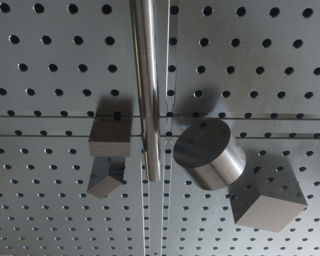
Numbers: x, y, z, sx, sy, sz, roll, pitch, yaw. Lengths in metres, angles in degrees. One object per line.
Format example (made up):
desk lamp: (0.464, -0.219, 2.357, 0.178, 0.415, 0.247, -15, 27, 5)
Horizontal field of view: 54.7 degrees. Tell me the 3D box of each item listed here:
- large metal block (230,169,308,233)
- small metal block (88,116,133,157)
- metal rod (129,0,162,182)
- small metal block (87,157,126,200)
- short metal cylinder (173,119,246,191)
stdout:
large metal block: (0.171, 0.119, 0.498, 0.081, 0.050, 0.079, 14, 129, -12)
small metal block: (-0.062, 0.011, 0.403, 0.050, 0.050, 0.025, 2, 130, -2)
metal rod: (-0.014, -0.041, 0.376, 0.025, 0.025, 0.298, -2, 130, 1)
small metal block: (-0.078, 0.068, 0.452, 0.025, 0.050, 0.050, 36, 121, -26)
short metal cylinder: (0.064, 0.034, 0.405, 0.080, 0.080, 0.050, -25, 126, 19)
